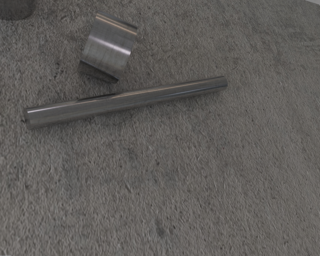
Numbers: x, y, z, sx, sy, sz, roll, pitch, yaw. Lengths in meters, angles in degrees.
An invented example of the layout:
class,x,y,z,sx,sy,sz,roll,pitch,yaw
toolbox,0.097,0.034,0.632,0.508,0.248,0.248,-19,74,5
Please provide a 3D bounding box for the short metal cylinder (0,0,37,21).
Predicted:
class,x,y,z,sx,sy,sz,roll,pitch,yaw
short metal cylinder,-0.198,-0.185,0.394,0.081,0.050,0.080,14,56,-21

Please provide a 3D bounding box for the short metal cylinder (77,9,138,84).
class,x,y,z,sx,sy,sz,roll,pitch,yaw
short metal cylinder,-0.068,-0.102,0.394,0.050,0.080,0.080,20,54,-17

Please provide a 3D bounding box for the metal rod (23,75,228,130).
class,x,y,z,sx,sy,sz,roll,pitch,yaw
metal rod,-0.021,-0.041,0.417,0.303,0.025,0.025,-15,70,-34
